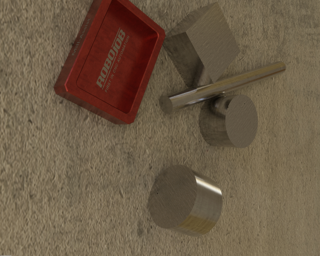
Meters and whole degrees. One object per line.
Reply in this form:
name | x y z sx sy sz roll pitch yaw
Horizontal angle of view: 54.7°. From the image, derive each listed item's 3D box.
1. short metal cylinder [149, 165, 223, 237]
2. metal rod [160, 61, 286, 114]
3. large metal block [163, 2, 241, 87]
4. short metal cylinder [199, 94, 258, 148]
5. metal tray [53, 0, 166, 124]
short metal cylinder | 0.032 0.093 0.396 0.050 0.080 0.080 30 71 -36
metal rod | 0.119 -0.073 0.504 0.302 0.025 0.025 -21 104 -38
large metal block | 0.059 -0.116 0.437 0.080 0.050 0.080 -49 119 -29
short metal cylinder | 0.106 -0.010 0.477 0.081 0.050 0.080 0 90 -40
metal tray | -0.052 -0.079 0.357 0.090 0.030 0.130 30 71 -36
